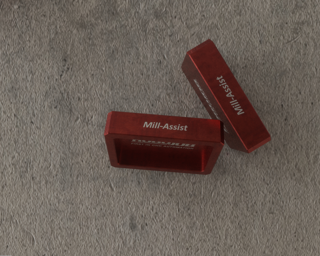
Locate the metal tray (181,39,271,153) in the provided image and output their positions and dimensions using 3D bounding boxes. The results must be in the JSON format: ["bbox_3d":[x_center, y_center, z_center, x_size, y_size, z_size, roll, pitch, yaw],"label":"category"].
[{"bbox_3d":[0.075,-0.035,0.377,0.030,0.090,0.130,-32,90,0],"label":"metal tray"}]

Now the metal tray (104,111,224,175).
[{"bbox_3d":[0.004,0.021,0.376,0.131,0.090,0.030,5,59,0],"label":"metal tray"}]
